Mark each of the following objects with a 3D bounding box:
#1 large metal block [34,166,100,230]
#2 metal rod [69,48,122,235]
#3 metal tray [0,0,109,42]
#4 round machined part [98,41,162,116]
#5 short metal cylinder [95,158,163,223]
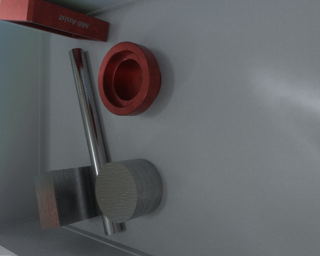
[{"bbox_3d":[-0.141,0.106,0.484,0.050,0.081,0.080,-21,77,38],"label":"large metal block"},{"bbox_3d":[-0.104,0.014,0.489,0.025,0.025,0.299,-23,76,37],"label":"metal rod"},{"bbox_3d":[-0.154,-0.160,0.463,0.090,0.131,0.030,18,101,38],"label":"metal tray"},{"bbox_3d":[-0.037,-0.065,0.424,0.098,0.042,0.097,0,90,39],"label":"round machined part"},{"bbox_3d":[-0.043,0.084,0.424,0.080,0.050,0.079,0,90,39],"label":"short metal cylinder"}]
